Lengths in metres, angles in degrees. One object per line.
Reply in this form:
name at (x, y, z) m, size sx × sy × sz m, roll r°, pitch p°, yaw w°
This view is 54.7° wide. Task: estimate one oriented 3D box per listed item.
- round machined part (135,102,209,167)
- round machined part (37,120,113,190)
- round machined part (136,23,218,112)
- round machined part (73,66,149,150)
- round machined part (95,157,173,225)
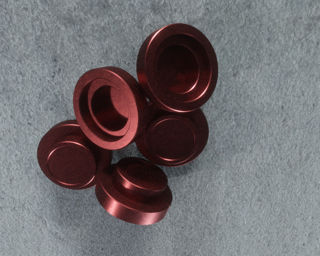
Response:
round machined part at (0.015, 0.008, 0.404) m, size 0.099 × 0.042 × 0.097 m, roll 0°, pitch 110°, yaw -1°
round machined part at (-0.115, 0.041, 0.414) m, size 0.099 × 0.042 × 0.097 m, roll 0°, pitch 110°, yaw -1°
round machined part at (0.017, -0.067, 0.360) m, size 0.099 × 0.042 × 0.097 m, roll -2°, pitch 93°, yaw -30°
round machined part at (-0.054, -0.026, 0.376) m, size 0.098 × 0.042 × 0.097 m, roll 11°, pitch 112°, yaw 28°
round machined part at (-0.029, 0.073, 0.396) m, size 0.099 × 0.098 × 0.042 m, roll 20°, pitch 112°, yaw -8°
